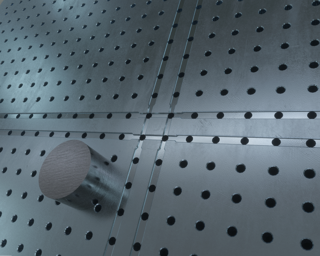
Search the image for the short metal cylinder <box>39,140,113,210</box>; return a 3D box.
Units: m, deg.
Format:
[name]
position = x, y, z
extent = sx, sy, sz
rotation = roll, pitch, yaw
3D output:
[short metal cylinder]
position = -0.111, 0.062, 0.410
extent = 0.080, 0.050, 0.080
rotation = -13, 56, 20
